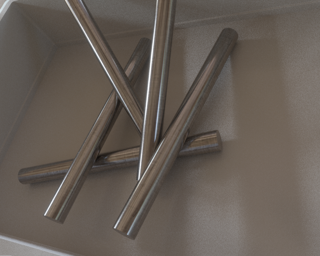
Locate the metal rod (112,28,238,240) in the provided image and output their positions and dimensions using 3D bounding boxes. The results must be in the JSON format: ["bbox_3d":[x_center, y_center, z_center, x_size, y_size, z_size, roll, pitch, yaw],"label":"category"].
[{"bbox_3d":[0.031,-0.013,0.369,0.025,0.025,0.300,11,59,33],"label":"metal rod"}]

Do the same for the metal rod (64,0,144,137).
[{"bbox_3d":[-0.085,-0.115,0.440,0.025,0.025,0.299,-32,77,8],"label":"metal rod"}]

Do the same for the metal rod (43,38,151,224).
[{"bbox_3d":[-0.072,-0.015,0.429,0.025,0.025,0.300,4,56,30],"label":"metal rod"}]

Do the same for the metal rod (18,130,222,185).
[{"bbox_3d":[-0.068,0.044,0.414,0.300,0.025,0.025,-12,57,21],"label":"metal rod"}]

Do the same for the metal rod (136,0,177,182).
[{"bbox_3d":[0.001,-0.086,0.372,0.025,0.025,0.298,4,85,30],"label":"metal rod"}]
